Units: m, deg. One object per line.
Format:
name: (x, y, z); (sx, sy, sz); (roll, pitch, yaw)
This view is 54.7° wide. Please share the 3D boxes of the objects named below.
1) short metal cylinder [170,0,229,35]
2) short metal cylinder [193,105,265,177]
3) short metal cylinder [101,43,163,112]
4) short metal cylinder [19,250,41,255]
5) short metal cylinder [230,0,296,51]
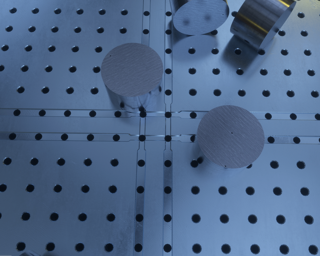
short metal cylinder: (0.055, -0.180, 0.449); (0.081, 0.080, 0.050); (-7, 70, -3)
short metal cylinder: (0.085, 0.017, 0.393); (0.081, 0.050, 0.080); (0, 70, 0)
short metal cylinder: (-0.036, -0.068, 0.423); (0.081, 0.050, 0.080); (0, 70, 0)
short metal cylinder: (-0.136, 0.175, 0.317); (0.050, 0.080, 0.080); (27, 72, 9)
short metal cylinder: (0.146, -0.157, 0.442); (0.050, 0.080, 0.080); (40, 75, 13)
